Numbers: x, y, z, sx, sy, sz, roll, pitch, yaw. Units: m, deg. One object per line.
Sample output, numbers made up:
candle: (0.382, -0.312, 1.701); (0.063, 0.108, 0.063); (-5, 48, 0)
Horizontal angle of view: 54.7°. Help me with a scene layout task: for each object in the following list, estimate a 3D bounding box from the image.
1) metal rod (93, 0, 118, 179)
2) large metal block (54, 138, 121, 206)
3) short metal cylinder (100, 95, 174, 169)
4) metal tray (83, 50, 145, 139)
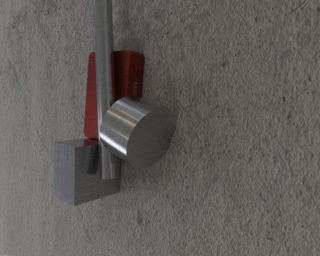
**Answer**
metal rod: (-0.076, -0.081, 0.427); (0.025, 0.025, 0.298); (-4, 87, 40)
large metal block: (-0.105, 0.059, 0.453); (0.050, 0.081, 0.079); (8, 100, 40)
short metal cylinder: (-0.028, 0.005, 0.392); (0.050, 0.081, 0.079); (29, 108, 36)
metal tray: (-0.070, -0.046, 0.460); (0.090, 0.030, 0.129); (8, 95, 39)
